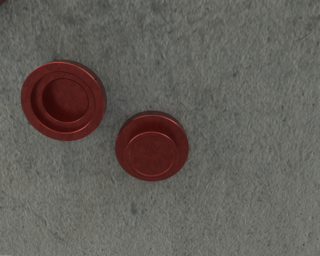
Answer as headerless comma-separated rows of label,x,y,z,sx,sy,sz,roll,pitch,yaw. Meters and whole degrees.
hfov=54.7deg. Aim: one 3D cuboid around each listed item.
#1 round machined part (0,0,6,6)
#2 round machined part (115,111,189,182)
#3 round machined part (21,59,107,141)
round machined part,-0.203,-0.177,0.333,0.099,0.042,0.097,0,110,-1
round machined part,-0.010,0.029,0.411,0.099,0.042,0.097,0,110,-1
round machined part,-0.115,-0.036,0.386,0.099,0.042,0.097,0,110,-1
